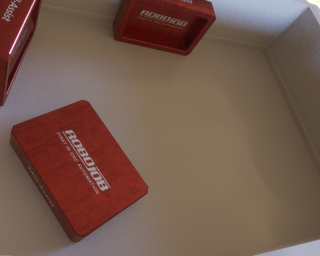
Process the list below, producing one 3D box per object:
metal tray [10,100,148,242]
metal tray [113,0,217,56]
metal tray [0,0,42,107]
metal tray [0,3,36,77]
[{"bbox_3d":[-0.085,0.040,0.332,0.091,0.030,0.130,-29,78,-37],"label":"metal tray"},{"bbox_3d":[0.006,-0.160,0.463,0.131,0.090,0.030,6,59,-25],"label":"metal tray"},{"bbox_3d":[-0.162,-0.100,0.336,0.030,0.090,0.130,18,55,-20],"label":"metal tray"},{"bbox_3d":[-0.204,-0.107,0.347,0.091,0.030,0.130,12,56,-8],"label":"metal tray"}]
